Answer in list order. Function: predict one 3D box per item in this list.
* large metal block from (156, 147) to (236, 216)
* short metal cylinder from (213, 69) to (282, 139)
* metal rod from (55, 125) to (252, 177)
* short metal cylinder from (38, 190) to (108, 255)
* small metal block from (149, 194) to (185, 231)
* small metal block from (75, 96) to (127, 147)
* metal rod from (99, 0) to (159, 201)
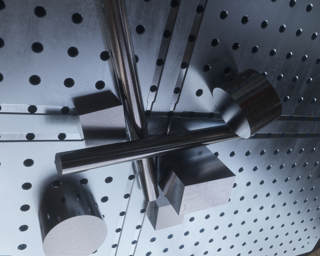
[{"bbox_3d":[0.047,0.071,0.445,0.081,0.080,0.050,-6,121,-25],"label":"large metal block"},{"bbox_3d":[0.116,-0.033,0.419,0.050,0.080,0.080,-32,129,-7],"label":"short metal cylinder"},{"bbox_3d":[0.019,0.019,0.406,0.303,0.025,0.025,-9,123,-34],"label":"metal rod"},{"bbox_3d":[-0.116,0.129,0.411,0.081,0.050,0.079,-14,124,-21],"label":"short metal cylinder"},{"bbox_3d":[0.013,0.134,0.501,0.050,0.025,0.050,-6,121,-25],"label":"small metal block"},{"bbox_3d":[-0.070,-0.005,0.370,0.050,0.025,0.050,-16,125,-19],"label":"small metal block"},{"bbox_3d":[-0.031,-0.021,0.380,0.025,0.025,0.298,-20,126,-17],"label":"metal rod"}]
